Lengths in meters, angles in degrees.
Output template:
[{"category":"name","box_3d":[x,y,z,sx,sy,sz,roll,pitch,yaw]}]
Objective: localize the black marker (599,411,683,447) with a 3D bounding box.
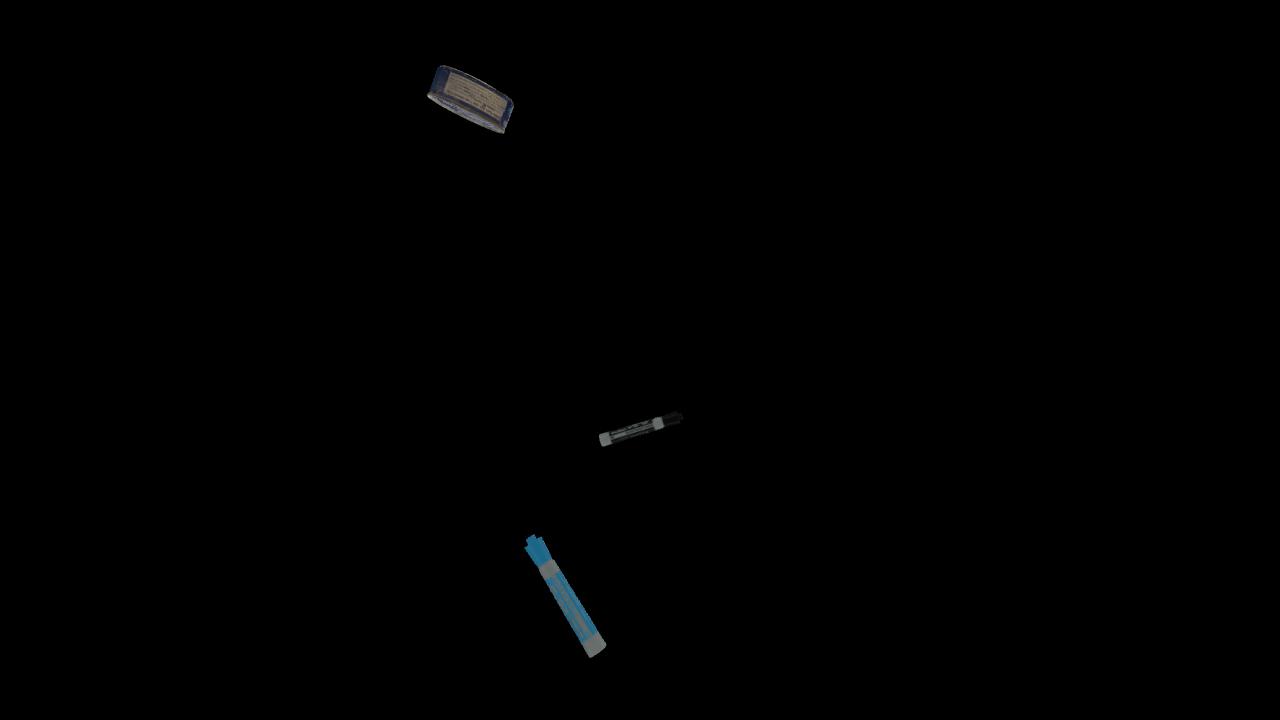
[{"category":"black marker","box_3d":[0.002,0.096,0.864,0.121,0.020,0.020,-17,-2,5]}]

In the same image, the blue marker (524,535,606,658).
[{"category":"blue marker","box_3d":[-0.071,0.217,0.572,0.020,0.121,0.020,-33,-13,-8]}]

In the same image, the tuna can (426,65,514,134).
[{"category":"tuna can","box_3d":[-0.176,-0.272,0.645,0.084,0.034,0.084,24,8,-3]}]
